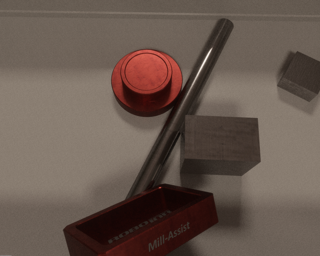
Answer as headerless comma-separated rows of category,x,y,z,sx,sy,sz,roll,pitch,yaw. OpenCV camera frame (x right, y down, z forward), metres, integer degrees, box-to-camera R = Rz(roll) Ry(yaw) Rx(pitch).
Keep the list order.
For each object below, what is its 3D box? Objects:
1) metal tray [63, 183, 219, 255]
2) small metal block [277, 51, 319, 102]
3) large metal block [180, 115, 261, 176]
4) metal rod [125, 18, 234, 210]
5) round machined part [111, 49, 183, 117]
metal tray,-0.018,0.097,0.312,0.131,0.090,0.030,-17,99,-35
small metal block,0.203,-0.073,0.439,0.050,0.025,0.050,29,72,10
large metal block,0.067,0.024,0.373,0.081,0.080,0.050,2,70,0
metal rod,0.033,-0.030,0.421,0.025,0.025,0.300,25,72,8
round machined part,-0.018,-0.068,0.425,0.099,0.042,0.098,0,70,-1
